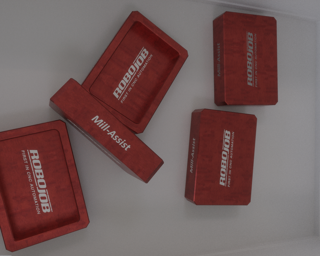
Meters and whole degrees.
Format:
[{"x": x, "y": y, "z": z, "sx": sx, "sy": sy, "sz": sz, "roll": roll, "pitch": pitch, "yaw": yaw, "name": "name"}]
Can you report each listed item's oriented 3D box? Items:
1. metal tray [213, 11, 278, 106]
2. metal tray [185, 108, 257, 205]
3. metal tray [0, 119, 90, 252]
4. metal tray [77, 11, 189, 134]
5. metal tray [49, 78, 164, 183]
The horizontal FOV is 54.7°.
[{"x": 0.126, "y": -0.097, "z": 0.454, "sx": 0.091, "sy": 0.030, "sz": 0.129, "roll": -1, "pitch": 91, "yaw": -20, "name": "metal tray"}, {"x": 0.087, "y": 0.042, "z": 0.440, "sx": 0.091, "sy": 0.030, "sz": 0.129, "roll": 6, "pitch": 88, "yaw": -20, "name": "metal tray"}, {"x": -0.141, "y": 0.062, "z": 0.355, "sx": 0.091, "sy": 0.030, "sz": 0.129, "roll": -14, "pitch": 95, "yaw": -20, "name": "metal tray"}, {"x": -0.033, "y": -0.068, "z": 0.389, "sx": 0.090, "sy": 0.030, "sz": 0.130, "roll": 35, "pitch": 74, "yaw": -18, "name": "metal tray"}, {"x": -0.064, "y": 0.005, "z": 0.352, "sx": 0.130, "sy": 0.090, "sz": 0.030, "roll": 44, "pitch": 76, "yaw": -15, "name": "metal tray"}]
